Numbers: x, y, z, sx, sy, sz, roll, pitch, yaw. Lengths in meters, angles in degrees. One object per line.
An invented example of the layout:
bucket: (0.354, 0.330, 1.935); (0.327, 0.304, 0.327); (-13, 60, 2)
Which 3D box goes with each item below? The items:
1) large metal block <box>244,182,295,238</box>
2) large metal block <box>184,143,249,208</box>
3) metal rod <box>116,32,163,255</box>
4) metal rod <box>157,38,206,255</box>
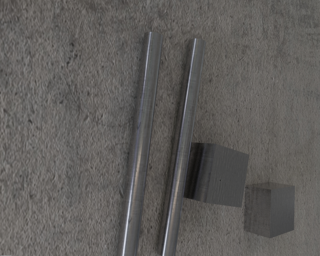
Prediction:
large metal block: (0.196, 0.143, 0.553); (0.081, 0.050, 0.080); (3, 88, -40)
large metal block: (0.082, 0.069, 0.457); (0.080, 0.050, 0.080); (18, 79, -39)
metal rod: (-0.025, 0.029, 0.383); (0.025, 0.025, 0.298); (11, 83, -40)
metal rod: (0.031, 0.022, 0.430); (0.025, 0.025, 0.299); (15, 81, -39)
